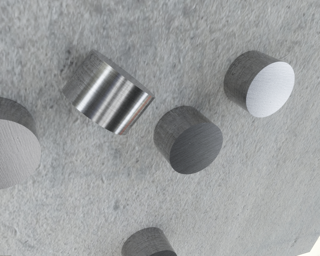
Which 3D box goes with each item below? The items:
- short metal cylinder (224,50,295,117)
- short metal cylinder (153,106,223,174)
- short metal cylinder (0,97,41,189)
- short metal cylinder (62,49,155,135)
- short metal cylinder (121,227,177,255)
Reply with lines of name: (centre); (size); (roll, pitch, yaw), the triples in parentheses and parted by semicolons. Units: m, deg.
short metal cylinder: (0.137, -0.061, 0.430); (0.081, 0.050, 0.079); (-14, 125, -21)
short metal cylinder: (0.038, 0.016, 0.423); (0.081, 0.050, 0.079); (-14, 125, -21)
short metal cylinder: (-0.165, 0.015, 0.310); (0.081, 0.050, 0.079); (-14, 125, -21)
short metal cylinder: (-0.052, -0.037, 0.321); (0.080, 0.080, 0.050); (32, 100, -39)
short metal cylinder: (-0.018, 0.213, 0.515); (0.081, 0.050, 0.079); (-14, 125, -21)
